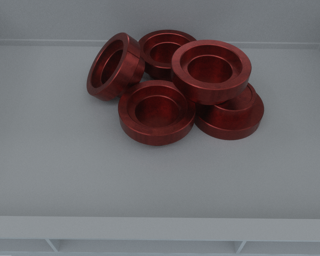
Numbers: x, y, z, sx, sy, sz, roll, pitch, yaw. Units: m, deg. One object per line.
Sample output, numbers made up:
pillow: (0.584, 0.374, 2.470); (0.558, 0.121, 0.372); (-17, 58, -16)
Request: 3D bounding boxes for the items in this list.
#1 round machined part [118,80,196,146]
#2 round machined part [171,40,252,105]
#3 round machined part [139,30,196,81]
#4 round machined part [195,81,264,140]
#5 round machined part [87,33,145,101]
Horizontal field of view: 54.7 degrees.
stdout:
round machined part: (-0.004, -0.015, 0.407); (0.099, 0.042, 0.098); (0, 50, 0)
round machined part: (0.063, -0.067, 0.397); (0.099, 0.042, 0.098); (0, 50, 0)
round machined part: (0.013, -0.109, 0.486); (0.099, 0.042, 0.098); (0, 50, 0)
round machined part: (0.093, -0.034, 0.424); (0.099, 0.042, 0.098); (0, 50, 0)
round machined part: (-0.059, -0.081, 0.439); (0.042, 0.098, 0.098); (28, 39, -36)
